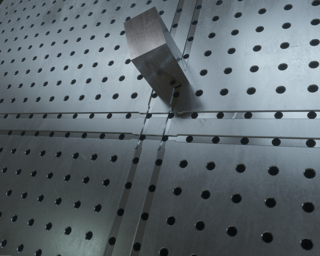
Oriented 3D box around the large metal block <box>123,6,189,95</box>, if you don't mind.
[{"bbox_3d":[-0.005,-0.108,0.441,0.050,0.080,0.080,-23,53,14],"label":"large metal block"}]
